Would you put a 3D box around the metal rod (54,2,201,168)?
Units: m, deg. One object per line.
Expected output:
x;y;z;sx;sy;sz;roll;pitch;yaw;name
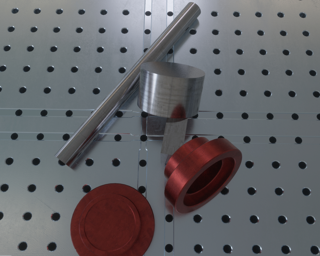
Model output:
-0.036;-0.071;0.437;0.025;0.025;0.300;35;73;11;metal rod

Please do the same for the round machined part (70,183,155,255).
-0.055;0.113;0.361;0.099;0.042;0.098;0;70;0;round machined part

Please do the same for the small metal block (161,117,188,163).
0.017;0.017;0.392;0.025;0.050;0.050;9;70;3;small metal block

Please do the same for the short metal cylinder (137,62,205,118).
0.013;-0.051;0.394;0.080;0.080;0.050;9;114;3;short metal cylinder

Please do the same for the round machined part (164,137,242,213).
0.044;0.049;0.359;0.098;0.098;0.042;-36;56;-12;round machined part
